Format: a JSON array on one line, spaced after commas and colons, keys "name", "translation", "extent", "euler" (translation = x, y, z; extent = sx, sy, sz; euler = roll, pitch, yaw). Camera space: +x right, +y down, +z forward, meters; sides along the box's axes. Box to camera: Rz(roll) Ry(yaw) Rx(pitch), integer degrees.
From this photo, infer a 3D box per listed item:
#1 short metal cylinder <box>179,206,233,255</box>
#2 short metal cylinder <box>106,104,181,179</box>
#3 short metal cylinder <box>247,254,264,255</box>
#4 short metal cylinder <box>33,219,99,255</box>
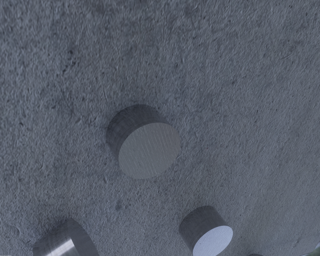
[{"name": "short metal cylinder", "translation": [0.081, 0.186, 0.550], "extent": [0.081, 0.050, 0.079], "euler": [-14, 124, -21]}, {"name": "short metal cylinder", "translation": [-0.021, 0.017, 0.389], "extent": [0.081, 0.050, 0.079], "euler": [-14, 124, -21]}, {"name": "short metal cylinder", "translation": [0.222, 0.335, 0.700], "extent": [0.081, 0.080, 0.050], "euler": [-9, 122, -24]}, {"name": "short metal cylinder", "translation": [-0.121, 0.169, 0.410], "extent": [0.050, 0.080, 0.080], "euler": [-34, 129, -6]}]
